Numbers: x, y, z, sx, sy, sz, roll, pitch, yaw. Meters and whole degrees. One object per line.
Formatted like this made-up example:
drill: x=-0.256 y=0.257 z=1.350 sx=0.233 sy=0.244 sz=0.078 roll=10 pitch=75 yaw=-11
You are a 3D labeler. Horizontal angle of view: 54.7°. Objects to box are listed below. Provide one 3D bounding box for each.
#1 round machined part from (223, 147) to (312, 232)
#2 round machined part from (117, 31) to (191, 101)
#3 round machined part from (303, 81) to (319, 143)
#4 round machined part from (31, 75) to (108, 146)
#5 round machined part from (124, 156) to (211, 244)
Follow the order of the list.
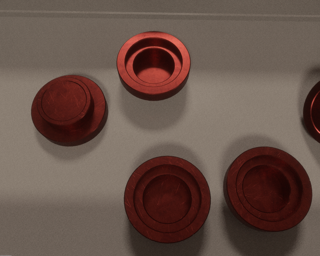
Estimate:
round machined part: x=0.126 y=0.075 z=0.375 sx=0.099 sy=0.042 sz=0.098 roll=0 pitch=70 yaw=-1
round machined part: x=-0.008 y=-0.081 z=0.430 sx=0.099 sy=0.042 sz=0.098 roll=0 pitch=70 yaw=-1
round machined part: x=0.239 y=-0.021 z=0.392 sx=0.042 sy=0.098 sz=0.098 roll=4 pitch=65 yaw=-37
round machined part: x=-0.121 y=-0.028 z=0.409 sx=0.099 sy=0.042 sz=0.098 roll=0 pitch=70 yaw=-1
round machined part: x=0.008 y=0.086 z=0.369 sx=0.099 sy=0.042 sz=0.098 roll=0 pitch=70 yaw=-1
